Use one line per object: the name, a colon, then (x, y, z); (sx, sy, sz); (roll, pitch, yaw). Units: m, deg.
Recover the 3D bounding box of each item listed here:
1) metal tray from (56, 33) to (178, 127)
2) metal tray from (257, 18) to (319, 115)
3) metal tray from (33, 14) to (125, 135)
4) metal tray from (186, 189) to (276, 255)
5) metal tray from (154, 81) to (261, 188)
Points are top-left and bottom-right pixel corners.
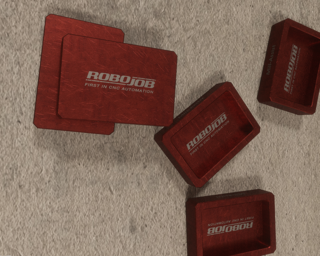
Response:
metal tray: (-0.048, -0.050, 0.357); (0.131, 0.030, 0.089); (4, 89, -21)
metal tray: (0.210, -0.093, 0.485); (0.091, 0.030, 0.129); (15, 85, -20)
metal tray: (-0.096, -0.060, 0.371); (0.091, 0.030, 0.129); (7, 88, -20)
metal tray: (0.104, 0.142, 0.446); (0.131, 0.030, 0.089); (-3, 91, -21)
metal tray: (0.069, 0.008, 0.432); (0.131, 0.030, 0.090); (-40, 103, -16)
